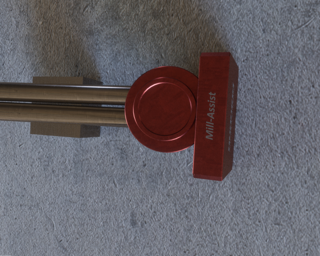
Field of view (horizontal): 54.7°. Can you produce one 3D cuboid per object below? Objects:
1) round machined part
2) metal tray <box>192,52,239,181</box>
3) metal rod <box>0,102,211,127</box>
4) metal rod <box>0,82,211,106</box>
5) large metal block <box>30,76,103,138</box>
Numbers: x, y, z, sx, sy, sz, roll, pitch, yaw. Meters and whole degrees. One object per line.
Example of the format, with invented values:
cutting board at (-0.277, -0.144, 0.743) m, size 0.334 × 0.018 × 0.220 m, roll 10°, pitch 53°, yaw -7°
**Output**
round machined part at (0.008, -0.021, 0.346) m, size 0.098 × 0.042 × 0.097 m, roll 0°, pitch 92°, yaw 9°
metal tray at (0.066, -0.012, 0.351) m, size 0.030 × 0.090 × 0.129 m, roll 4°, pitch 91°, yaw 20°
metal rod at (-0.082, -0.015, 0.390) m, size 0.302 × 0.025 × 0.025 m, roll 3°, pitch 91°, yaw 7°
metal rod at (-0.081, -0.042, 0.389) m, size 0.302 × 0.025 × 0.025 m, roll 3°, pitch 91°, yaw 7°
large metal block at (-0.131, -0.029, 0.438) m, size 0.080 × 0.050 × 0.079 m, roll 4°, pitch 91°, yaw 19°
